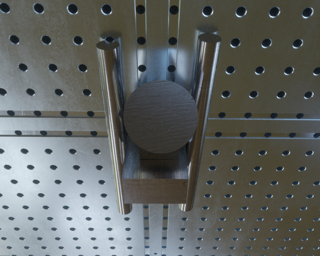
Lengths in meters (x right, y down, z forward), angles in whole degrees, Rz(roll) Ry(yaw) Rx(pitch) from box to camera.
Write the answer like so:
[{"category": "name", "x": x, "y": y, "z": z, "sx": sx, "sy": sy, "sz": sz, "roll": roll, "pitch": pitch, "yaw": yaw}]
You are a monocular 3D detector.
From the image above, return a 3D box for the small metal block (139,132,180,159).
[{"category": "small metal block", "x": -0.001, "y": 0.014, "z": 0.407, "sx": 0.050, "sy": 0.050, "sz": 0.025, "roll": 1, "pitch": 130, "yaw": -2}]

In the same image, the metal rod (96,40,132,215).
[{"category": "metal rod", "x": -0.058, "y": 0.024, "z": 0.431, "sx": 0.025, "sy": 0.025, "sz": 0.298, "roll": 0, "pitch": 130, "yaw": -1}]

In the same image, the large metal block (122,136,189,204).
[{"category": "large metal block", "x": -0.006, "y": 0.054, "z": 0.418, "sx": 0.081, "sy": 0.080, "sz": 0.050, "roll": 1, "pitch": 130, "yaw": -1}]

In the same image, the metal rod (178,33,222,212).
[{"category": "metal rod", "x": 0.048, "y": 0.017, "z": 0.427, "sx": 0.025, "sy": 0.025, "sz": 0.298, "roll": 1, "pitch": 130, "yaw": -1}]

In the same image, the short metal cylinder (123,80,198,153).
[{"category": "short metal cylinder", "x": 0.001, "y": -0.011, "z": 0.358, "sx": 0.081, "sy": 0.050, "sz": 0.080, "roll": 0, "pitch": 86, "yaw": -1}]
